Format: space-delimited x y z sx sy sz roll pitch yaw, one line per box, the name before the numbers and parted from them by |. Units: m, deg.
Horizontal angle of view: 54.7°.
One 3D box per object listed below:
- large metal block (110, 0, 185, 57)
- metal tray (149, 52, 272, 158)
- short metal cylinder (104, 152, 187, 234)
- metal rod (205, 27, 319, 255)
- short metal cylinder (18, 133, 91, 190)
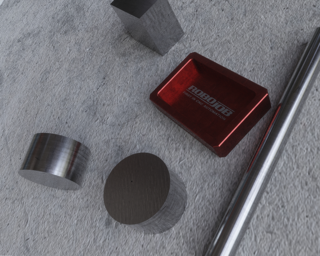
large metal block | -0.019 -0.169 0.482 0.050 0.080 0.080 -47 51 -4
metal tray | 0.059 -0.035 0.390 0.090 0.030 0.130 -46 51 -5
short metal cylinder | -0.016 0.074 0.350 0.080 0.050 0.080 -13 56 21
metal rod | 0.122 0.013 0.331 0.025 0.025 0.300 20 72 35
short metal cylinder | -0.138 0.047 0.412 0.080 0.080 0.050 -3 61 27
